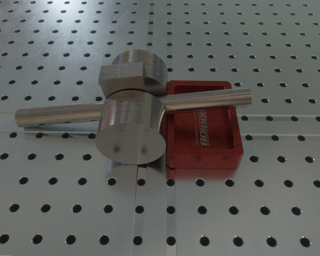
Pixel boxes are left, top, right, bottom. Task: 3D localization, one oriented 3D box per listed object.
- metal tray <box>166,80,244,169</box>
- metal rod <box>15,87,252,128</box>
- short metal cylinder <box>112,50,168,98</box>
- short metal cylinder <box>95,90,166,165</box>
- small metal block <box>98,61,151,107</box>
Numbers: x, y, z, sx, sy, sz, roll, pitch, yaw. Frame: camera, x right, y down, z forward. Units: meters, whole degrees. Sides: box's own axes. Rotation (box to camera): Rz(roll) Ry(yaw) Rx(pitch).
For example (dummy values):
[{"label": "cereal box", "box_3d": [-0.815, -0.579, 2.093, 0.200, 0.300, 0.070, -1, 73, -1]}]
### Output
[{"label": "metal tray", "box_3d": [0.054, -0.009, 0.412, 0.091, 0.030, 0.130, 1, 50, 1]}, {"label": "metal rod", "box_3d": [-0.039, -0.025, 0.398, 0.301, 0.025, 0.025, -5, 50, 7]}, {"label": "short metal cylinder", "box_3d": [-0.030, -0.058, 0.418, 0.081, 0.080, 0.050, 1, 50, 0]}, {"label": "short metal cylinder", "box_3d": [-0.033, 0.001, 0.370, 0.080, 0.080, 0.050, 1, 50, 1]}, {"label": "small metal block", "box_3d": [-0.040, -0.049, 0.371, 0.050, 0.050, 0.025, -5, 50, 7]}]
